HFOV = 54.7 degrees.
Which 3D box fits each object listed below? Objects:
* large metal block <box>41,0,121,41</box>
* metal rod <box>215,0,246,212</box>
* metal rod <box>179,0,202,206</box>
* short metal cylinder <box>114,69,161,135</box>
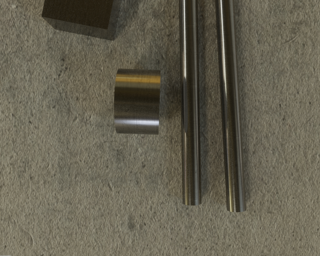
[{"bbox_3d":[-0.095,-0.165,0.396,0.080,0.050,0.080,11,90,-1],"label":"large metal block"},{"bbox_3d":[0.093,-0.040,0.411,0.025,0.025,0.298,-3,90,-1],"label":"metal rod"},{"bbox_3d":[0.040,-0.049,0.410,0.025,0.025,0.298,-1,90,-1],"label":"metal rod"},{"bbox_3d":[-0.026,-0.032,0.382,0.050,0.080,0.079,2,90,0],"label":"short metal cylinder"}]
